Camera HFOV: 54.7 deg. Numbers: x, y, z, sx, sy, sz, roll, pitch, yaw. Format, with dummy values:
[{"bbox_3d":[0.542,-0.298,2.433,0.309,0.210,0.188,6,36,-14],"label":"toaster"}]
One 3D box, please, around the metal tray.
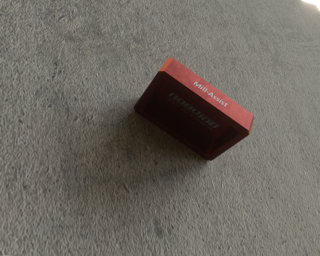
[{"bbox_3d":[0.041,-0.019,0.399,0.130,0.090,0.030,34,51,-6],"label":"metal tray"}]
